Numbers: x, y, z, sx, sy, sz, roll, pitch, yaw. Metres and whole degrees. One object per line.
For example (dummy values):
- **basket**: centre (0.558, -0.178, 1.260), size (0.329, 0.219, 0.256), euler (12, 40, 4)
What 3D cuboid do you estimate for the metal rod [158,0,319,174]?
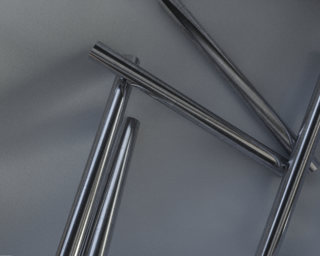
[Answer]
- **metal rod**: centre (0.104, -0.060, 0.411), size (0.025, 0.025, 0.300), euler (-41, 90, 0)

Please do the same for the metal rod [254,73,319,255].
- **metal rod**: centre (0.177, 0.033, 0.386), size (0.025, 0.025, 0.299), euler (20, 88, 0)

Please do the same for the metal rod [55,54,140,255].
- **metal rod**: centre (-0.071, 0.043, 0.352), size (0.025, 0.025, 0.299), euler (14, 66, 0)

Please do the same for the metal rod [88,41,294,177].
- **metal rod**: centre (0.049, -0.016, 0.391), size (0.301, 0.025, 0.025), euler (31, 90, -8)

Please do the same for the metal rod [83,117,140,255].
- **metal rod**: centre (-0.064, 0.115, 0.332), size (0.025, 0.025, 0.300), euler (11, 57, 0)
